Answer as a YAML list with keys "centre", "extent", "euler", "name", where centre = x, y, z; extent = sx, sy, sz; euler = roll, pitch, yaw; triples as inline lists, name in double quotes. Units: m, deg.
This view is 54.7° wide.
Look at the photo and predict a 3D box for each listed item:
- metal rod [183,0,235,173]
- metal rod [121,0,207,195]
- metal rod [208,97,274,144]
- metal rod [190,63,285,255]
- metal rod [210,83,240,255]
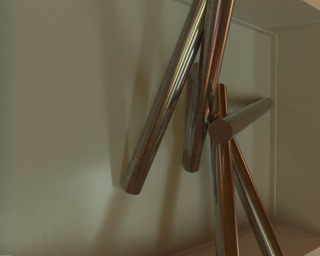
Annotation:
- centre: [0.053, -0.056, 0.349]
  extent: [0.025, 0.025, 0.298]
  euler: [-34, 144, -35]
  name: "metal rod"
- centre: [0.018, -0.059, 0.342]
  extent: [0.025, 0.025, 0.298]
  euler: [9, 109, -40]
  name: "metal rod"
- centre: [0.129, -0.021, 0.442]
  extent: [0.302, 0.025, 0.025]
  euler: [-19, 104, -61]
  name: "metal rod"
- centre: [0.101, 0.046, 0.414]
  extent: [0.025, 0.025, 0.299]
  euler: [-6, 70, -40]
  name: "metal rod"
- centre: [0.074, 0.083, 0.355]
  extent: [0.025, 0.025, 0.299]
  euler: [22, 59, -38]
  name: "metal rod"
